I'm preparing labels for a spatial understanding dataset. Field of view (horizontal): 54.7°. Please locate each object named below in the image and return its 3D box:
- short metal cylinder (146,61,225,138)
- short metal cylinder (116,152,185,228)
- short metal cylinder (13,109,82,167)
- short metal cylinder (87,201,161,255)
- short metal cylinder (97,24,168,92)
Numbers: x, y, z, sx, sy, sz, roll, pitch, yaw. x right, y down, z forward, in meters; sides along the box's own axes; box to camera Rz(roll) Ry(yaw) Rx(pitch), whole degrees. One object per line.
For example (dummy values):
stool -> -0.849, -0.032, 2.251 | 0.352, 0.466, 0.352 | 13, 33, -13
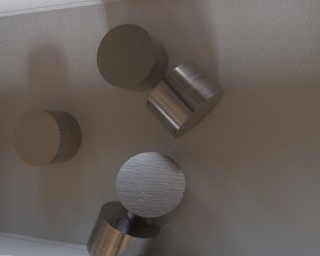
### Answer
short metal cylinder -> 0.030, -0.033, 0.370 | 0.080, 0.080, 0.050 | -46, 76, 14
short metal cylinder -> -0.011, 0.076, 0.380 | 0.081, 0.050, 0.080 | 0, 59, 0
short metal cylinder -> -0.164, 0.014, 0.453 | 0.080, 0.050, 0.079 | 0, 90, 19
short metal cylinder -> -0.046, 0.137, 0.396 | 0.080, 0.080, 0.050 | 26, 100, 18
short metal cylinder -> -0.035, -0.090, 0.409 | 0.080, 0.050, 0.079 | 0, 90, 19
